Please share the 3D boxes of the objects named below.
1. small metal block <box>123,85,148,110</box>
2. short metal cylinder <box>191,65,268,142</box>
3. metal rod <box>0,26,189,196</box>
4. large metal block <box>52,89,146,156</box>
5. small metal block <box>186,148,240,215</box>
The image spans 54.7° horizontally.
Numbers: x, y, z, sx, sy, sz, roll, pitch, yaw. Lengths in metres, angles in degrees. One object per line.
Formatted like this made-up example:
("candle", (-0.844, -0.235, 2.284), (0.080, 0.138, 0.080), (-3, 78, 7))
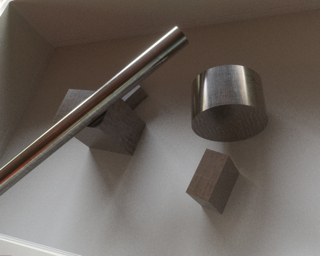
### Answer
("small metal block", (-0.054, -0.050, 0.463), (0.050, 0.025, 0.050), (-43, 51, -2))
("short metal cylinder", (0.075, -0.025, 0.345), (0.080, 0.080, 0.050), (-11, 57, 22))
("metal rod", (-0.092, -0.012, 0.356), (0.300, 0.025, 0.025), (-39, 51, 2))
("large metal block", (-0.079, -0.007, 0.414), (0.080, 0.080, 0.050), (8, 66, 31))
("small metal block", (0.057, 0.057, 0.324), (0.025, 0.050, 0.050), (17, 70, 34))
